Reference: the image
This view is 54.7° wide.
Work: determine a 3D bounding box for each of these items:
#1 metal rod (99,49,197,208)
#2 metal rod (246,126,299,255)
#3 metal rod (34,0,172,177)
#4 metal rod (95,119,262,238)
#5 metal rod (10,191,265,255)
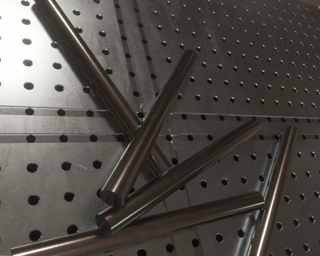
[{"bbox_3d":[0.002,-0.025,0.400,0.025,0.025,0.301,34,43,-6],"label":"metal rod"},{"bbox_3d":[0.157,0.102,0.433,0.025,0.025,0.301,38,51,-4],"label":"metal rod"},{"bbox_3d":[-0.081,-0.066,0.405,0.025,0.025,0.299,-28,77,-37],"label":"metal rod"},{"bbox_3d":[0.049,0.045,0.393,0.302,0.025,0.025,-25,76,-42],"label":"metal rod"},{"bbox_3d":[0.002,0.108,0.344,0.303,0.025,0.025,-4,64,-30],"label":"metal rod"}]
